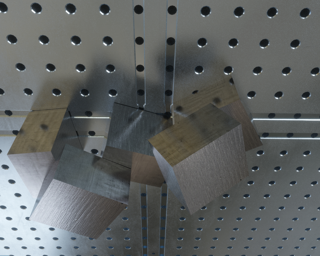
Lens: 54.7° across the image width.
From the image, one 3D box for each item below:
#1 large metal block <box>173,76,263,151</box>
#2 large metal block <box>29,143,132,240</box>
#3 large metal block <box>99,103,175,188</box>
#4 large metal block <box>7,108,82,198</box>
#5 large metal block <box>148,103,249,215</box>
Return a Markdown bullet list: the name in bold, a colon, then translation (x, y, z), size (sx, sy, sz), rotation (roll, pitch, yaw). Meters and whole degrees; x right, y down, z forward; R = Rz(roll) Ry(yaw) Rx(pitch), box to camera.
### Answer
- **large metal block**: translation (0.072, -0.006, 0.391), size (0.080, 0.050, 0.080), rotation (-24, 127, 18)
- **large metal block**: translation (-0.089, 0.074, 0.351), size (0.080, 0.050, 0.080), rotation (25, 125, -20)
- **large metal block**: translation (-0.029, 0.021, 0.392), size (0.081, 0.080, 0.050), rotation (15, 129, -13)
- **large metal block**: translation (-0.142, 0.032, 0.400), size (0.050, 0.080, 0.080), rotation (-5, 130, 4)
- **large metal block**: translation (0.044, 0.033, 0.334), size (0.080, 0.050, 0.080), rotation (-31, 130, -13)
